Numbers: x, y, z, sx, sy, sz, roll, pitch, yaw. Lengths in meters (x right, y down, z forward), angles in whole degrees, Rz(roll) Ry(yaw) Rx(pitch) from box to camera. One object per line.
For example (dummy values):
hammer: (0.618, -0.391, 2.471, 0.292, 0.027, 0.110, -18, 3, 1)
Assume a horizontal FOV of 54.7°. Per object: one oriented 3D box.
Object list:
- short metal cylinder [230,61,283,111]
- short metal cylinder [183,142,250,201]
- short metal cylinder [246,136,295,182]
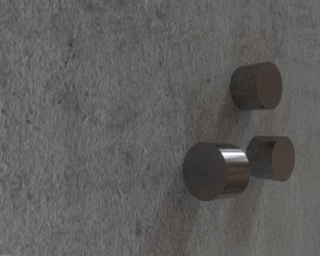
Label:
short metal cylinder: (0.166, -0.070, 0.531, 0.081, 0.050, 0.079, 0, 90, -40)
short metal cylinder: (0.078, 0.060, 0.437, 0.050, 0.080, 0.080, 5, 87, -40)
short metal cylinder: (0.201, 0.054, 0.561, 0.081, 0.050, 0.079, 0, 90, -40)
